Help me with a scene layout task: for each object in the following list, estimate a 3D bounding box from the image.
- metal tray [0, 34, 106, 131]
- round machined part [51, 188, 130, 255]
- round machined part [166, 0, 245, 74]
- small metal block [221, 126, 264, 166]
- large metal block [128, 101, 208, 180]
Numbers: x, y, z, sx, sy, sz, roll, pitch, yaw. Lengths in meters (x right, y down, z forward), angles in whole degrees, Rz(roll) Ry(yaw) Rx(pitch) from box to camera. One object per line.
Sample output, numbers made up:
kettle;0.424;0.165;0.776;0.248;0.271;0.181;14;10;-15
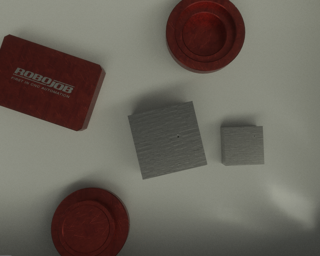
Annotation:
metal tray;-0.149;-0.057;0.407;0.131;0.030;0.090;19;90;-1
round machined part;-0.089;0.125;0.393;0.099;0.042;0.098;0;78;-1
round machined part;0.057;-0.119;0.404;0.099;0.042;0.097;0;90;-1
small metal block;0.109;0.023;0.413;0.050;0.025;0.050;-2;90;-1
large metal block;0.009;0.015;0.399;0.080;0.050;0.080;-13;90;-1
